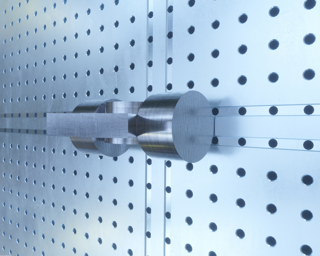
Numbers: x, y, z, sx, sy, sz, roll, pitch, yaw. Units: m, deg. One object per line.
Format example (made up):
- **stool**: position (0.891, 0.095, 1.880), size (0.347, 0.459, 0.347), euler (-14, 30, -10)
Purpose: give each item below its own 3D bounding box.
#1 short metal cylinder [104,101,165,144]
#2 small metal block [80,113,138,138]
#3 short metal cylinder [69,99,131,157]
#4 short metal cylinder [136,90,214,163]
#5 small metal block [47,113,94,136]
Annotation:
- **short metal cylinder**: position (-0.030, -0.007, 0.398), size (0.080, 0.081, 0.050), euler (2, 91, 40)
- **small metal block**: position (-0.052, -0.003, 0.336), size (0.050, 0.050, 0.025), euler (1, 91, 9)
- **short metal cylinder**: position (-0.081, -0.001, 0.440), size (0.050, 0.081, 0.079), euler (2, 91, 40)
- **short metal cylinder**: position (0.019, -0.002, 0.357), size (0.050, 0.081, 0.079), euler (1, 91, 41)
- **small metal block**: position (-0.098, -0.004, 0.368), size (0.050, 0.050, 0.025), euler (1, 91, 8)
